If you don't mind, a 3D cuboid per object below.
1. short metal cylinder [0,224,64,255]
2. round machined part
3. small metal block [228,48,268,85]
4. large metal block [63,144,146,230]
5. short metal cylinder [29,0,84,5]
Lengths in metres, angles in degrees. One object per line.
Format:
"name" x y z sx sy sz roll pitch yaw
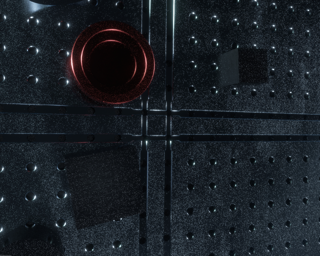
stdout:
"short metal cylinder" -0.148 0.155 0.345 0.081 0.050 0.079 0 90 -20
"round machined part" -0.060 -0.077 0.381 0.099 0.042 0.097 0 90 -20
"small metal block" 0.131 -0.091 0.461 0.050 0.025 0.050 -3 91 -20
"large metal block" -0.068 0.066 0.374 0.081 0.050 0.080 -10 94 -20
"short metal cylinder" -0.113 -0.175 0.341 0.081 0.080 0.050 -13 95 -20
